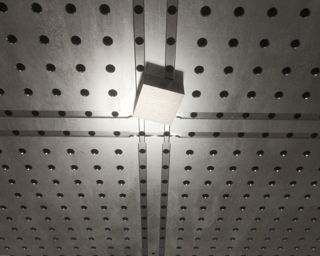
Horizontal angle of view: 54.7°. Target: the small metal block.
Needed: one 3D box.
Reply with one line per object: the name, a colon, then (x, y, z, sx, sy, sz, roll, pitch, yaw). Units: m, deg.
small metal block: (-0.002, -0.034, 0.382, 0.050, 0.025, 0.050, 13, 129, -12)
